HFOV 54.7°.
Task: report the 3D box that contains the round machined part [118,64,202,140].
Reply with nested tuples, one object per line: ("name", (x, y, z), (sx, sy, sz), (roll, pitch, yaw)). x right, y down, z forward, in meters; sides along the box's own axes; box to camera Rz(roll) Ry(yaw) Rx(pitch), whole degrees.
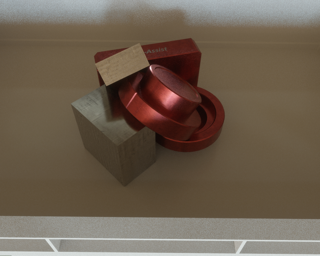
("round machined part", (0.007, -0.034, 0.346), (0.098, 0.042, 0.098), (30, 24, -15))

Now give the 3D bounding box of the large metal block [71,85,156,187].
("large metal block", (-0.051, 0.008, 0.361), (0.050, 0.080, 0.080), (-37, 59, -27))

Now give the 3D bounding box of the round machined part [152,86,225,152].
("round machined part", (0.031, -0.008, 0.401), (0.099, 0.042, 0.098), (0, 50, 0))

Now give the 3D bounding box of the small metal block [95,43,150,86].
("small metal block", (-0.043, -0.070, 0.341), (0.050, 0.025, 0.050), (-27, 16, -6))

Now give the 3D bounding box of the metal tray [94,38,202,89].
("metal tray", (-0.015, -0.066, 0.415), (0.131, 0.089, 0.030), (-12, 52, -10))
